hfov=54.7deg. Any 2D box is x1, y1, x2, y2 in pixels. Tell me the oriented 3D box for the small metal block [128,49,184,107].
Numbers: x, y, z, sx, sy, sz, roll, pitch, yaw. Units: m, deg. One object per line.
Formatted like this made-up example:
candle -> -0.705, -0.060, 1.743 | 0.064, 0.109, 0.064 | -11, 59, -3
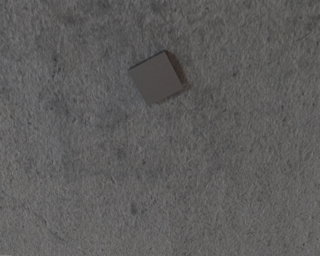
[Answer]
small metal block -> -0.005, -0.063, 0.387 | 0.050, 0.025, 0.050 | -26, 108, 9
